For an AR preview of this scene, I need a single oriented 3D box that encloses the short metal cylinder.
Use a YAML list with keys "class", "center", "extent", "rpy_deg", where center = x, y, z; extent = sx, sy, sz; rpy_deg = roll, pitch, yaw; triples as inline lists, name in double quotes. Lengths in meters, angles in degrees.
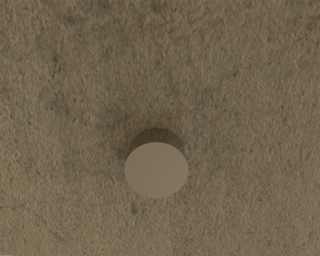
- class: "short metal cylinder"
  center: [-0.005, 0.046, 0.413]
  extent: [0.081, 0.050, 0.079]
  rpy_deg: [0, 110, -1]
